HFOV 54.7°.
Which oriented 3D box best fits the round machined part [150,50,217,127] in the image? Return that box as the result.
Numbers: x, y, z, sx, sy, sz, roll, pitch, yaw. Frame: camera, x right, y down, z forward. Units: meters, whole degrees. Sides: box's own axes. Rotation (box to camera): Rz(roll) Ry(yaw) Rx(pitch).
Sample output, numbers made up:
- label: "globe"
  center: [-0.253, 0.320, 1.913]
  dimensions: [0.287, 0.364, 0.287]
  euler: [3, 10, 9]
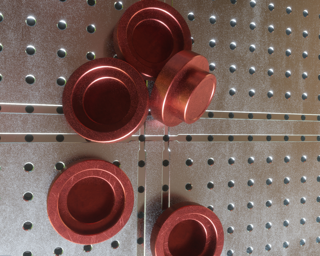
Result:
- label: "round machined part"
  center: [0.035, -0.044, 0.387]
  dimensions: [0.042, 0.098, 0.098]
  euler: [31, 76, 26]

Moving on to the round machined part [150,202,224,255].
- label: "round machined part"
  center: [0.033, 0.147, 0.417]
  dimensions: [0.099, 0.042, 0.097]
  euler: [0, 90, -21]

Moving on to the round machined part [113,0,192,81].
- label: "round machined part"
  center: [-0.012, -0.108, 0.398]
  dimensions: [0.099, 0.042, 0.097]
  euler: [1, 86, -22]

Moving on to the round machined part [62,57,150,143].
- label: "round machined part"
  center: [-0.061, -0.030, 0.369]
  dimensions: [0.099, 0.042, 0.097]
  euler: [0, 83, 4]

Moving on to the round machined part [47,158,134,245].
- label: "round machined part"
  center: [-0.084, 0.085, 0.373]
  dimensions: [0.099, 0.042, 0.097]
  euler: [0, 90, -21]
